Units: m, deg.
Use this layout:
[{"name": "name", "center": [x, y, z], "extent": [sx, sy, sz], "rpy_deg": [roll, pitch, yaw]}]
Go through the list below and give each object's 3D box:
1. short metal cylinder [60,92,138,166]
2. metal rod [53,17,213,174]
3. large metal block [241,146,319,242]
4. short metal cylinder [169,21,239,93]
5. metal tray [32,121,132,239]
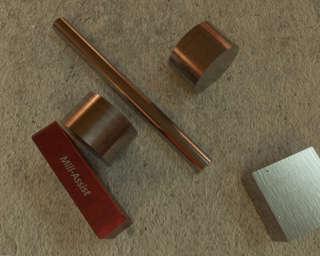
[{"name": "short metal cylinder", "center": [-0.074, 0.002, 0.378], "extent": [0.080, 0.080, 0.050], "rpy_deg": [37, 74, 12]}, {"name": "metal rod", "center": [-0.046, -0.053, 0.426], "extent": [0.025, 0.025, 0.300], "rpy_deg": [-42, 76, -14]}, {"name": "large metal block", "center": [0.157, 0.079, 0.367], "extent": [0.080, 0.050, 0.080], "rpy_deg": [-22, 72, -8]}, {"name": "short metal cylinder", "center": [0.058, -0.093, 0.413], "extent": [0.080, 0.080, 0.050], "rpy_deg": [-40, 75, -13]}, {"name": "metal tray", "center": [-0.084, 0.062, 0.350], "extent": [0.030, 0.090, 0.130], "rpy_deg": [-36, 74, -12]}]
